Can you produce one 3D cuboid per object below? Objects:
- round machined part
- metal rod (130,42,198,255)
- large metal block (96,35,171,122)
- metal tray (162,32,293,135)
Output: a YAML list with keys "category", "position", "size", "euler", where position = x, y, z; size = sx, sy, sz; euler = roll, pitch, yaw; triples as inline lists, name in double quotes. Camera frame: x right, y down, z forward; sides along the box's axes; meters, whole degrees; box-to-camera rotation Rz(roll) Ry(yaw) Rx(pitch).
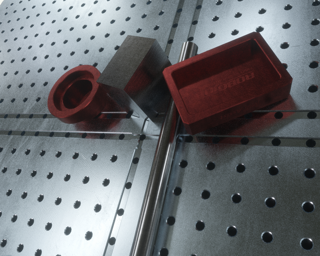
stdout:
- category: "round machined part"
  position: [-0.124, -0.049, 0.490]
  size: [0.098, 0.042, 0.098]
  euler: [-13, 56, 20]
- category: "metal rod"
  position: [0.011, 0.013, 0.393]
  size: [0.025, 0.025, 0.300]
  euler: [0, 61, 28]
- category: "large metal block"
  position: [-0.027, -0.068, 0.427]
  size: [0.050, 0.080, 0.080]
  euler: [20, 72, 35]
- category: "metal tray"
  position: [0.078, -0.056, 0.379]
  size: [0.131, 0.030, 0.090]
  euler: [-22, 59, 3]
